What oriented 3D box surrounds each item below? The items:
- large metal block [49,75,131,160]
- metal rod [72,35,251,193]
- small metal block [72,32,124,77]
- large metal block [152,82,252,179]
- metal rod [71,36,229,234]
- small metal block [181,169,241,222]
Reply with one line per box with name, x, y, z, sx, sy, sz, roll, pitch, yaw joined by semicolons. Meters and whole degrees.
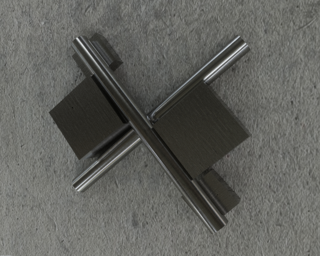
large metal block;-0.090;-0.014;0.427;0.080;0.050;0.080;-39;78;16
metal rod;-0.008;-0.010;0.414;0.299;0.025;0.025;-40;77;15
small metal block;-0.089;-0.098;0.442;0.050;0.025;0.050;-39;78;15
large metal block;0.052;0.003;0.378;0.080;0.050;0.080;-41;77;15
metal rod;-0.020;-0.001;0.390;0.025;0.025;0.300;-41;77;15
small metal block;0.064;0.087;0.388;0.050;0.025;0.050;-45;76;14
